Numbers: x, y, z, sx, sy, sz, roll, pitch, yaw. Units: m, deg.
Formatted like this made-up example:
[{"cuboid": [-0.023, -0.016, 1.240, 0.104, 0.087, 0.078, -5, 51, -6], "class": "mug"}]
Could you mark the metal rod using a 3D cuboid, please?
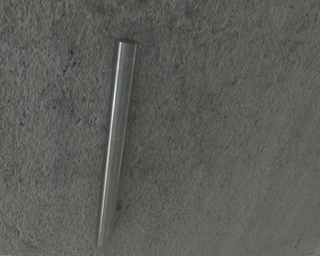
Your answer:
[{"cuboid": [-0.060, 0.038, 0.396, 0.025, 0.025, 0.298, -4, 120, -27], "class": "metal rod"}]
